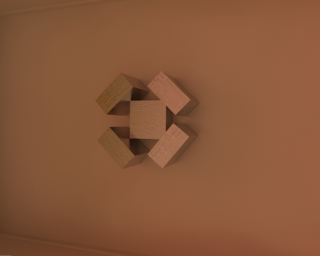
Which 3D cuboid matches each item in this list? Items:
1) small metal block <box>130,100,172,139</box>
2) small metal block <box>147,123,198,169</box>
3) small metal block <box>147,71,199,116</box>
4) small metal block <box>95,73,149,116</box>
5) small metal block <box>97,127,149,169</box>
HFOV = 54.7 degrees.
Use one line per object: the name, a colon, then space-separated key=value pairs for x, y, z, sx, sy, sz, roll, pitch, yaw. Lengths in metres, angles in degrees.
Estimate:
small metal block: x=-0.012 y=-0.011 z=0.412 sx=0.050 sy=0.025 sz=0.050 roll=1 pitch=90 yaw=20
small metal block: x=0.017 y=0.021 z=0.388 sx=0.025 sy=0.050 sz=0.050 roll=42 pitch=102 yaw=14
small metal block: x=0.018 y=-0.042 z=0.388 sx=0.025 sy=0.050 sz=0.050 roll=-46 pitch=77 yaw=13
small metal block: x=-0.049 y=-0.043 z=0.412 sx=0.050 sy=0.050 sz=0.025 roll=-44 pitch=76 yaw=15
small metal block: x=-0.047 y=0.025 z=0.412 sx=0.050 sy=0.050 sz=0.025 roll=47 pitch=105 yaw=14
